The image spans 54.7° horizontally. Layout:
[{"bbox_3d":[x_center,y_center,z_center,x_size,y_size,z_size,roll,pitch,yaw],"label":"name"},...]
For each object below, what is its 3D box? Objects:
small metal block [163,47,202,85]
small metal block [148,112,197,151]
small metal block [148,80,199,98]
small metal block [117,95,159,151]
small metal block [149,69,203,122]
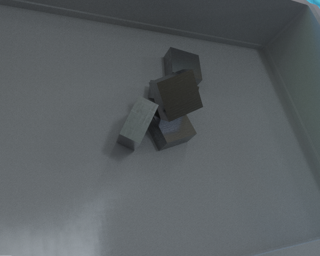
[{"bbox_3d":[0.035,-0.093,0.481,0.050,0.025,0.050,10,57,-23],"label":"small metal block"},{"bbox_3d":[0.013,-0.003,0.414,0.050,0.025,0.050,-16,70,-34],"label":"small metal block"},{"bbox_3d":[0.017,-0.049,0.426,0.050,0.050,0.025,6,96,-25],"label":"small metal block"},{"bbox_3d":[-0.028,-0.004,0.367,0.025,0.050,0.050,26,73,-5],"label":"small metal block"},{"bbox_3d":[0.020,-0.041,0.387,0.050,0.025,0.050,-24,108,-19],"label":"small metal block"}]
